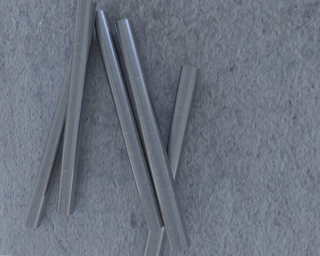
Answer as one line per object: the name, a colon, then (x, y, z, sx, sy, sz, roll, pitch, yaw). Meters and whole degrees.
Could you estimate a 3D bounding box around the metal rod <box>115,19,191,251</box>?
metal rod: (-0.013, -0.002, 0.392, 0.025, 0.025, 0.299, -19, 76, 18)

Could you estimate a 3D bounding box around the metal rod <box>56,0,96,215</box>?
metal rod: (-0.119, -0.022, 0.435, 0.025, 0.025, 0.298, 11, 99, 19)

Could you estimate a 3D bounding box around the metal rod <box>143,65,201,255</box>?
metal rod: (0.010, 0.069, 0.404, 0.025, 0.025, 0.298, 13, 94, 19)

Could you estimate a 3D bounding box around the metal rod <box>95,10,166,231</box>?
metal rod: (-0.045, -0.018, 0.409, 0.025, 0.025, 0.299, -20, 78, 18)

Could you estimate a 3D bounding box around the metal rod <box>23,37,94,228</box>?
metal rod: (-0.152, 0.007, 0.460, 0.025, 0.025, 0.298, 20, 96, 18)
